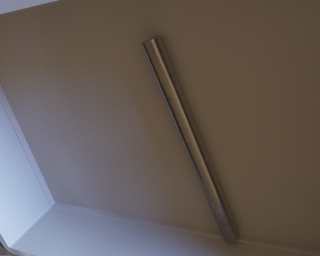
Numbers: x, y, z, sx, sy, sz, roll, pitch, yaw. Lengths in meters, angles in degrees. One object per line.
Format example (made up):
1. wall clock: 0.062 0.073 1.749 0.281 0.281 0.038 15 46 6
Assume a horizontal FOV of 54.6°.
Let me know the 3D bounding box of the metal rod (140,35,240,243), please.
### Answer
1. metal rod: 0.046 0.028 0.401 0.025 0.025 0.299 -11 113 33
